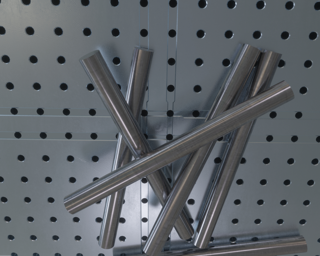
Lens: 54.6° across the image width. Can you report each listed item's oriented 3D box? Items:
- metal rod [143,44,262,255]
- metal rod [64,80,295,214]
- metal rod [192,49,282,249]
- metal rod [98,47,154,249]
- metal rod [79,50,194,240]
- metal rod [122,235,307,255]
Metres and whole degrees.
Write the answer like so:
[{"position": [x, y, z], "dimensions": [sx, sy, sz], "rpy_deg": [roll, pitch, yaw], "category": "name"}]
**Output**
[{"position": [0.050, 0.036, 0.402], "dimensions": [0.025, 0.025, 0.299], "rpy_deg": [24, 99, -9], "category": "metal rod"}, {"position": [0.017, 0.027, 0.376], "dimensions": [0.301, 0.025, 0.025], "rpy_deg": [-28, 108, 6], "category": "metal rod"}, {"position": [0.100, 0.042, 0.429], "dimensions": [0.025, 0.025, 0.298], "rpy_deg": [14, 110, -5], "category": "metal rod"}, {"position": [-0.051, 0.041, 0.427], "dimensions": [0.025, 0.025, 0.298], "rpy_deg": [11, 110, -4], "category": "metal rod"}, {"position": [-0.019, 0.040, 0.406], "dimensions": [0.025, 0.025, 0.299], "rpy_deg": [-22, 117, 8], "category": "metal rod"}, {"position": [0.074, 0.199, 0.487], "dimensions": [0.301, 0.025, 0.025], "rpy_deg": [-7, 110, 2], "category": "metal rod"}]
